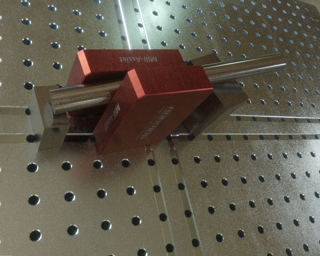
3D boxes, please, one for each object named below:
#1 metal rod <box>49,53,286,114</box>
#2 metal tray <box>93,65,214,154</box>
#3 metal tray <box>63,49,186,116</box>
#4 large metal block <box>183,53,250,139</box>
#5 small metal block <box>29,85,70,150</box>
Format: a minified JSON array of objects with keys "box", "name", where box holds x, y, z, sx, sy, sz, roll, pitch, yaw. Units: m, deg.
[{"box":[0.029,-0.058,0.364,0.303,0.025,0.025,-14,69,-24],"name":"metal rod"},{"box":[-0.012,-0.017,0.346,0.091,0.129,0.030,-10,68,-33],"name":"metal tray"},{"box":[-0.042,-0.056,0.378,0.131,0.090,0.030,-9,68,-33],"name":"metal tray"},{"box":[0.062,-0.044,0.434,0.050,0.080,0.080,-25,76,-37],"name":"large metal block"},{"box":[-0.121,-0.011,0.334,0.025,0.050,0.050,-9,66,-32],"name":"small metal block"}]
